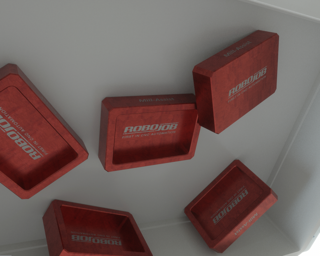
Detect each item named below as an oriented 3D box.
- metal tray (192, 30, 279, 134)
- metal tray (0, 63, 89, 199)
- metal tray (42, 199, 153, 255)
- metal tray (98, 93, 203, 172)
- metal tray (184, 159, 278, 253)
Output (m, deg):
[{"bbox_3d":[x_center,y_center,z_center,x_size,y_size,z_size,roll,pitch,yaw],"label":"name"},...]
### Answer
[{"bbox_3d":[0.103,-0.062,0.405,0.131,0.030,0.089,-33,131,-26],"label":"metal tray"},{"bbox_3d":[-0.150,0.009,0.329,0.090,0.030,0.130,-35,129,-6],"label":"metal tray"},{"bbox_3d":[-0.082,0.145,0.412,0.131,0.090,0.030,22,106,-37],"label":"metal tray"},{"bbox_3d":[-0.010,0.004,0.403,0.131,0.030,0.089,-6,121,-26],"label":"metal tray"},{"bbox_3d":[0.113,0.126,0.508,0.130,0.090,0.030,-45,130,2],"label":"metal tray"}]
